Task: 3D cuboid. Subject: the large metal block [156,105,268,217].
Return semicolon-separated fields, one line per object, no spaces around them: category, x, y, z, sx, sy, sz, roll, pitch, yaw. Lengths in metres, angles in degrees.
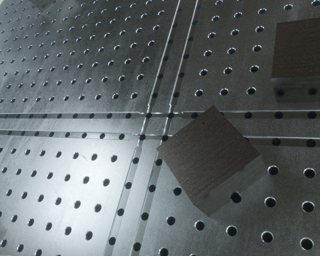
large metal block;0.056;0.036;0.340;0.080;0.050;0.080;-38;51;2

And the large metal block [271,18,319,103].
large metal block;0.174;-0.076;0.347;0.080;0.050;0.080;1;62;28

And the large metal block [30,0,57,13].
large metal block;-0.281;-0.335;0.742;0.080;0.050;0.080;-41;51;0
